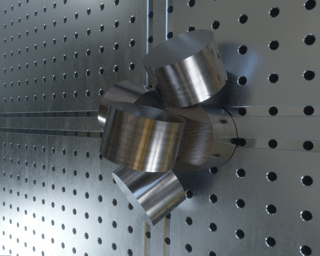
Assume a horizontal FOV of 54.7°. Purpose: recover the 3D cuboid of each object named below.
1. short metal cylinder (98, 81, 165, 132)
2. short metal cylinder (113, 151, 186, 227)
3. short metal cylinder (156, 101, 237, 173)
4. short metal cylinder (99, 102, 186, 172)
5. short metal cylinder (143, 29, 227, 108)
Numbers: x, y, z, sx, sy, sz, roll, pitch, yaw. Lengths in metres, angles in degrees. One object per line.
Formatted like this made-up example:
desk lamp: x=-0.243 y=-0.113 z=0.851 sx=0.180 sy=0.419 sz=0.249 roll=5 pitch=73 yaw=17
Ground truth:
short metal cylinder: x=-0.032 y=-0.016 z=0.400 sx=0.050 sy=0.081 sz=0.079 roll=24 pitch=105 yaw=37
short metal cylinder: x=-0.014 y=0.072 z=0.377 sx=0.080 sy=0.050 sz=0.080 roll=46 pitch=160 yaw=23
short metal cylinder: x=0.040 y=0.010 z=0.359 sx=0.080 sy=0.050 sz=0.080 roll=-1 pitch=88 yaw=40
short metal cylinder: x=-0.018 y=0.007 z=0.322 sx=0.080 sy=0.081 sz=0.050 roll=22 pitch=104 yaw=38
short metal cylinder: x=0.028 y=-0.066 z=0.341 sx=0.080 sy=0.080 sz=0.050 roll=3 pitch=132 yaw=40
